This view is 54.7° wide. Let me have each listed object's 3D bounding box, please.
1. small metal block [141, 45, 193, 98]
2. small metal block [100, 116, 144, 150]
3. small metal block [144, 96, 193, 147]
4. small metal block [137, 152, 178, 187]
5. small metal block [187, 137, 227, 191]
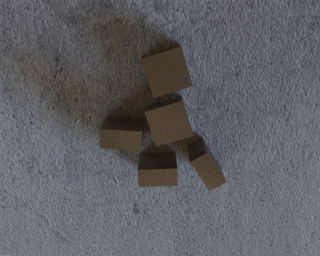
[{"bbox_3d":[0.009,-0.070,0.384,0.050,0.025,0.050,-17,109,6],"label":"small metal block"},{"bbox_3d":[-0.047,0.006,0.398,0.050,0.050,0.025,3,110,-1],"label":"small metal block"},{"bbox_3d":[0.012,-0.009,0.406,0.050,0.025,0.050,-16,110,5],"label":"small metal block"},{"bbox_3d":[-0.003,0.055,0.416,0.050,0.050,0.025,-2,110,0],"label":"small metal block"},{"bbox_3d":[0.061,0.047,0.414,0.025,0.050,0.050,-30,108,10],"label":"small metal block"}]
